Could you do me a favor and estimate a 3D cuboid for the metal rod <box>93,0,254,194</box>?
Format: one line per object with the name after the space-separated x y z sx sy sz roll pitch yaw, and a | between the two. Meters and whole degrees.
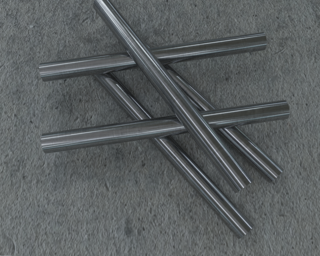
0.006 -0.052 0.376 0.025 0.025 0.299 -33 74 -11 | metal rod

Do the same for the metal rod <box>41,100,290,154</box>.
0.010 -0.002 0.384 0.302 0.025 0.025 -8 70 -4 | metal rod

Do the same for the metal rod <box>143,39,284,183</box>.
0.044 -0.043 0.425 0.025 0.025 0.300 -41 75 -14 | metal rod

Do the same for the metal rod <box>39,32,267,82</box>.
-0.006 -0.097 0.418 0.302 0.025 0.025 -9 71 -4 | metal rod

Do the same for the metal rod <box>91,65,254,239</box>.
0.003 0.016 0.403 0.025 0.025 0.300 -39 75 -13 | metal rod
